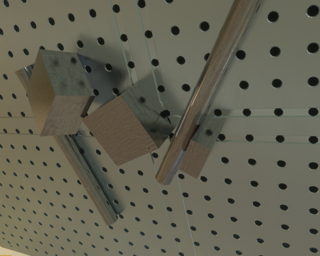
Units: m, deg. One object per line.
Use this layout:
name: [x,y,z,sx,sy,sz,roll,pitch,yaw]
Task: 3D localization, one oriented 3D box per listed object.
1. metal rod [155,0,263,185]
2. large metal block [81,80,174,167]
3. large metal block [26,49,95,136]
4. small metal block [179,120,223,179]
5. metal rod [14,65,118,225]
metal rod: [0.049,-0.036,0.363,0.025,0.025,0.298,29,128,9]
large metal block: [-0.042,-0.005,0.415,0.080,0.050,0.080,-26,104,37]
large metal block: [-0.136,-0.046,0.415,0.080,0.050,0.080,-52,54,39]
small metal block: [0.051,0.026,0.384,0.025,0.050,0.050,26,128,12]
metal rod: [-0.147,0.039,0.512,0.025,0.025,0.299,-12,113,33]
